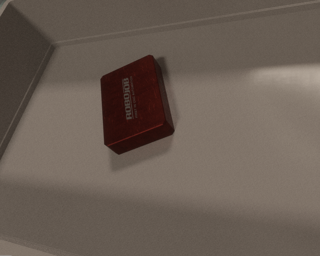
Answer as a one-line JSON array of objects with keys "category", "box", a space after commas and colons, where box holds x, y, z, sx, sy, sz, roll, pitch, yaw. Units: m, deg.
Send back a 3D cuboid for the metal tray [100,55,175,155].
[{"category": "metal tray", "box": [-0.036, -0.036, 0.442, 0.090, 0.030, 0.130, -21, 54, 15]}]
